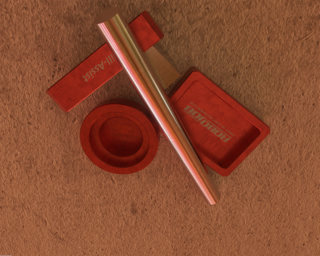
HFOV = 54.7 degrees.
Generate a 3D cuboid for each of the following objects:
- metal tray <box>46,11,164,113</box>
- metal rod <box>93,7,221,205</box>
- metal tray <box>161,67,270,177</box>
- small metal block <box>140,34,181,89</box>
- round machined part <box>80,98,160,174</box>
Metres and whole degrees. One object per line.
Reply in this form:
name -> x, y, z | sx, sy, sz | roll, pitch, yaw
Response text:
metal tray -> -0.057, -0.077, 0.346 | 0.130, 0.090, 0.030 | -35, 107, 12
metal rod -> 0.016, 0.003, 0.355 | 0.025, 0.025, 0.299 | -25, 130, 8
metal tray -> 0.065, -0.006, 0.407 | 0.130, 0.030, 0.090 | 36, 106, -13
small metal block -> -0.005, -0.080, 0.363 | 0.025, 0.050, 0.050 | -40, 120, 16
round machined part -> -0.049, 0.008, 0.400 | 0.099, 0.042, 0.097 | 2, 113, 5
